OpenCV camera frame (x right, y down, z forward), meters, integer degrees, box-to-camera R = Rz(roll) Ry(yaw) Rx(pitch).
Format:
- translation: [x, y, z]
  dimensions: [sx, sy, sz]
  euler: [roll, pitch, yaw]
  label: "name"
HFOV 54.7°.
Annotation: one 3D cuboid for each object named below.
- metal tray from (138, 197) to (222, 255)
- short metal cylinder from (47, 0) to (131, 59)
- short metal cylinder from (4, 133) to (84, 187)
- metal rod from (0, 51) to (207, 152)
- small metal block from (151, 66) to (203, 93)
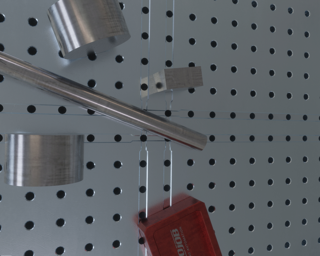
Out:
- translation: [0.035, 0.172, 0.423]
  dimensions: [0.091, 0.030, 0.129]
  euler: [-21, 97, -19]
  label: "metal tray"
- translation: [-0.080, -0.116, 0.354]
  dimensions: [0.081, 0.080, 0.050]
  euler: [-22, 98, -19]
  label: "short metal cylinder"
- translation: [-0.125, 0.031, 0.338]
  dimensions: [0.081, 0.080, 0.050]
  euler: [1, 90, -20]
  label: "short metal cylinder"
- translation: [-0.073, -0.031, 0.385]
  dimensions: [0.302, 0.025, 0.025]
  euler: [22, 83, -19]
  label: "metal rod"
- translation: [0.021, -0.063, 0.407]
  dimensions: [0.050, 0.050, 0.025]
  euler: [-8, 93, -20]
  label: "small metal block"
